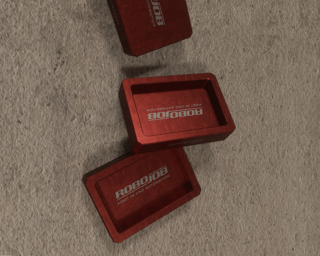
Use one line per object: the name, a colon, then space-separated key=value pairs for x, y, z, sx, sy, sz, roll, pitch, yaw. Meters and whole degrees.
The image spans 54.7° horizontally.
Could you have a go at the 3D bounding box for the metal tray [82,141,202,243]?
metal tray: x=-0.021 y=0.073 z=0.399 sx=0.131 sy=0.030 sz=0.090 roll=-26 pitch=99 yaw=-18

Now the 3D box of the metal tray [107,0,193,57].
metal tray: x=-0.018 y=-0.164 z=0.382 sx=0.091 sy=0.030 sz=0.129 roll=-25 pitch=115 yaw=-19

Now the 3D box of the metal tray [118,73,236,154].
metal tray: x=0.021 y=-0.022 z=0.395 sx=0.131 sy=0.030 sz=0.090 roll=-8 pitch=66 yaw=-20
